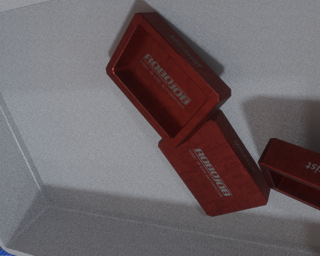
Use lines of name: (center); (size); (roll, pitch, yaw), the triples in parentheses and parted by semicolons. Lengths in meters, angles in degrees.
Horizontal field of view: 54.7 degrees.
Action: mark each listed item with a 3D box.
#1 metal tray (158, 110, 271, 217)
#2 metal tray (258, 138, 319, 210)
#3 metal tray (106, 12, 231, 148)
metal tray: (0.070, 0.049, 0.399); (0.090, 0.030, 0.130); (-26, 104, 37)
metal tray: (0.168, 0.060, 0.301); (0.130, 0.030, 0.090); (23, 166, 34)
metal tray: (0.004, -0.053, 0.347); (0.130, 0.030, 0.089); (49, 130, 12)
